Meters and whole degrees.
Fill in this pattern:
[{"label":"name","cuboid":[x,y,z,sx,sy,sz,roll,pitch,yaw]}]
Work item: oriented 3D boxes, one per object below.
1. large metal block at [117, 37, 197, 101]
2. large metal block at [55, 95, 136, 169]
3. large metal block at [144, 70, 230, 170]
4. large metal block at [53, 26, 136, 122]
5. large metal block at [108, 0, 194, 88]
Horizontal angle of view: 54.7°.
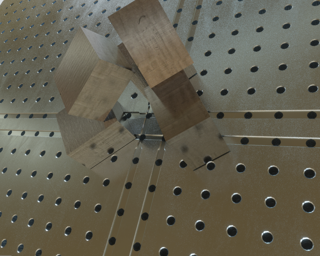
[{"label":"large metal block","cuboid":[-0.007,-0.091,0.429,0.080,0.080,0.050,-36,52,4]},{"label":"large metal block","cuboid":[-0.092,-0.003,0.440,0.080,0.050,0.080,-34,52,5]},{"label":"large metal block","cuboid":[0.032,-0.009,0.359,0.050,0.080,0.080,-30,52,9]},{"label":"large metal block","cuboid":[-0.086,-0.068,0.393,0.080,0.050,0.080,-53,47,23]},{"label":"large metal block","cuboid":[-0.010,-0.092,0.343,0.050,0.080,0.080,-31,9,3]}]
